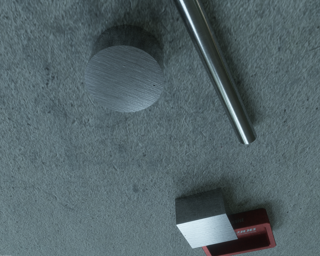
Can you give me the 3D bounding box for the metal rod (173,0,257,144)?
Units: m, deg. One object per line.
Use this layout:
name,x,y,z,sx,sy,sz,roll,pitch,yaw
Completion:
metal rod,0.051,-0.089,0.332,0.025,0.025,0.299,-21,127,17

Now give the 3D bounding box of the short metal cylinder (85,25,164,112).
short metal cylinder,-0.036,-0.064,0.336,0.081,0.050,0.079,0,130,0

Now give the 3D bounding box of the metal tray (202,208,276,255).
metal tray,0.140,0.199,0.575,0.130,0.030,0.090,-17,129,13

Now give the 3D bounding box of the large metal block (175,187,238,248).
large metal block,0.078,0.153,0.523,0.080,0.050,0.080,-18,128,14
